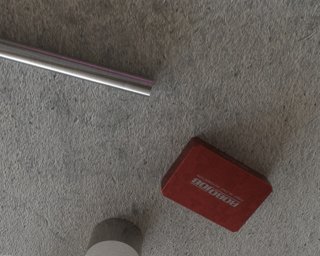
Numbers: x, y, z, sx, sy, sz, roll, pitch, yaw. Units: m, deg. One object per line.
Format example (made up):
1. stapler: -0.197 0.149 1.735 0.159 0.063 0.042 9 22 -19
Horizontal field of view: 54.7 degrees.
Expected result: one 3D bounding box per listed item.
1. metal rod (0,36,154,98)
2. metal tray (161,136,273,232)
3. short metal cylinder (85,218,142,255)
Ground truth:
1. metal rod: -0.156 -0.088 0.375 0.302 0.025 0.025 15 109 -6
2. metal tray: 0.078 0.082 0.438 0.130 0.030 0.090 30 107 -11
3. short metal cylinder: -0.068 0.184 0.463 0.081 0.050 0.079 0 110 0
